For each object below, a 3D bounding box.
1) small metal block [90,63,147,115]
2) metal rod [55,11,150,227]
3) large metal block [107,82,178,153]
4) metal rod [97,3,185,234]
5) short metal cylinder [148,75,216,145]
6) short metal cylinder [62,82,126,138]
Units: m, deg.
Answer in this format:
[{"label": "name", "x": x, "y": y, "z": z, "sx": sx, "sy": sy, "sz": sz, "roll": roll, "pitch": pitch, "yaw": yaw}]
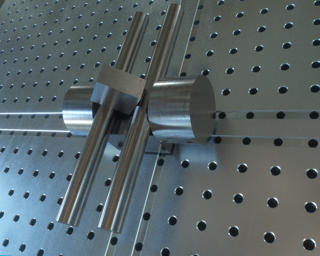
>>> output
[{"label": "small metal block", "x": -0.049, "y": -0.043, "z": 0.359, "sx": 0.050, "sy": 0.050, "sz": 0.025, "roll": 137, "pitch": 151, "yaw": -62}, {"label": "metal rod", "x": -0.063, "y": -0.029, "z": 0.391, "sx": 0.025, "sy": 0.025, "sz": 0.300, "roll": 1, "pitch": 62, "yaw": 28}, {"label": "large metal block", "x": -0.023, "y": -0.015, "z": 0.409, "sx": 0.080, "sy": 0.050, "sz": 0.080, "roll": 1, "pitch": 62, "yaw": 28}, {"label": "metal rod", "x": -0.014, "y": -0.031, "z": 0.366, "sx": 0.025, "sy": 0.025, "sz": 0.300, "roll": 1, "pitch": 62, "yaw": 28}, {"label": "short metal cylinder", "x": 0.028, "y": -0.021, "z": 0.365, "sx": 0.050, "sy": 0.080, "sz": 0.080, "roll": 0, "pitch": 62, "yaw": 29}, {"label": "short metal cylinder", "x": -0.086, "y": -0.024, "z": 0.429, "sx": 0.050, "sy": 0.080, "sz": 0.080, "roll": 2, "pitch": 63, "yaw": 29}]
